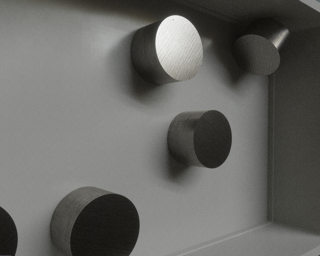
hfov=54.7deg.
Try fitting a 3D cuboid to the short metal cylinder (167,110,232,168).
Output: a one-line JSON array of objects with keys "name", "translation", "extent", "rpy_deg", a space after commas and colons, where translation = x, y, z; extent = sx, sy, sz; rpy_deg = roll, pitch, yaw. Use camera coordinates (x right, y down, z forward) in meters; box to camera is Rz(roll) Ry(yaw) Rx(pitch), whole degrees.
[{"name": "short metal cylinder", "translation": [0.057, 0.015, 0.441], "extent": [0.081, 0.050, 0.079], "rpy_deg": [0, 90, -40]}]

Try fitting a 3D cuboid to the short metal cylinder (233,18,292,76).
[{"name": "short metal cylinder", "translation": [0.169, -0.134, 0.515], "extent": [0.050, 0.080, 0.080], "rpy_deg": [-51, 121, -28]}]

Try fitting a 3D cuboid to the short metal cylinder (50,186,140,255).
[{"name": "short metal cylinder", "translation": [-0.069, 0.107, 0.334], "extent": [0.081, 0.050, 0.079], "rpy_deg": [0, 90, -40]}]

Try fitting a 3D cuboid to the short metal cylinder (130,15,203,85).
[{"name": "short metal cylinder", "translation": [0.009, -0.098, 0.400], "extent": [0.081, 0.050, 0.079], "rpy_deg": [0, 90, -40]}]

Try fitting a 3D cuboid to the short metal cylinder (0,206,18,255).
[{"name": "short metal cylinder", "translation": [-0.166, 0.093, 0.252], "extent": [0.081, 0.050, 0.079], "rpy_deg": [0, 90, -40]}]
